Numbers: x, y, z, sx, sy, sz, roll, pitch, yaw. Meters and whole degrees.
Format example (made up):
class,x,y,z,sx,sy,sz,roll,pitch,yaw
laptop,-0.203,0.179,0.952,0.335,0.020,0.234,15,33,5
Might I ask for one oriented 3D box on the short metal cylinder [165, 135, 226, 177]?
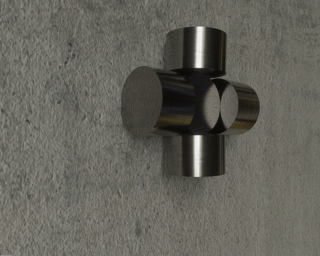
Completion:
class,x,y,z,sx,sy,sz,roll,pitch,yaw
short metal cylinder,0.046,0.034,0.411,0.081,0.080,0.050,0,89,-40

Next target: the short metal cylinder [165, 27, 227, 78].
class,x,y,z,sx,sy,sz,roll,pitch,yaw
short metal cylinder,0.048,-0.097,0.411,0.081,0.080,0.050,2,89,-40

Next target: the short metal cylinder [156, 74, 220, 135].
class,x,y,z,sx,sy,sz,roll,pitch,yaw
short metal cylinder,0.037,-0.031,0.423,0.081,0.050,0.079,0,90,-40

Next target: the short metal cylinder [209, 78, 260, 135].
class,x,y,z,sx,sy,sz,roll,pitch,yaw
short metal cylinder,0.097,-0.030,0.454,0.050,0.080,0.079,3,89,-40

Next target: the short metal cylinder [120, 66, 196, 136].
class,x,y,z,sx,sy,sz,roll,pitch,yaw
short metal cylinder,-0.004,-0.030,0.369,0.050,0.080,0.079,3,89,-40
